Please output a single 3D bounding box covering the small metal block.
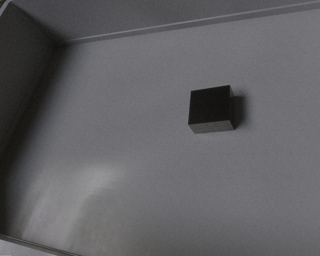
[{"bbox_3d":[0.065,-0.022,0.385,0.050,0.025,0.050,-6,59,24],"label":"small metal block"}]
